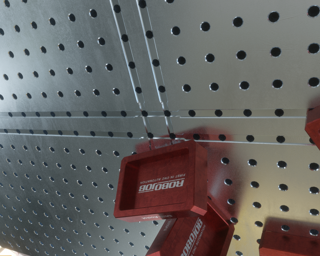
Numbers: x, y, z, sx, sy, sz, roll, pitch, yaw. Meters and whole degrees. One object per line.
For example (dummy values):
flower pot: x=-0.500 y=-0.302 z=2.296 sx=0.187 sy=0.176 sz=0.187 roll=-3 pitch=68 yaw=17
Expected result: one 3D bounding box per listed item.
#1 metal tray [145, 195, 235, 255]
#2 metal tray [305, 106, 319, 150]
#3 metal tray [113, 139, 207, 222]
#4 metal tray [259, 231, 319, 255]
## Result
metal tray: x=0.046 y=0.151 z=0.413 sx=0.090 sy=0.131 sz=0.030 roll=48 pitch=129 yaw=-5
metal tray: x=0.220 y=-0.001 z=0.290 sx=0.130 sy=0.030 sz=0.090 roll=-32 pitch=101 yaw=38
metal tray: x=-0.001 y=0.074 z=0.415 sx=0.130 sy=0.090 sz=0.030 roll=-17 pitch=145 yaw=35
metal tray: x=0.192 y=0.210 z=0.436 sx=0.090 sy=0.030 sz=0.129 roll=1 pitch=119 yaw=27
